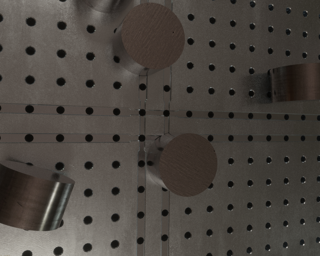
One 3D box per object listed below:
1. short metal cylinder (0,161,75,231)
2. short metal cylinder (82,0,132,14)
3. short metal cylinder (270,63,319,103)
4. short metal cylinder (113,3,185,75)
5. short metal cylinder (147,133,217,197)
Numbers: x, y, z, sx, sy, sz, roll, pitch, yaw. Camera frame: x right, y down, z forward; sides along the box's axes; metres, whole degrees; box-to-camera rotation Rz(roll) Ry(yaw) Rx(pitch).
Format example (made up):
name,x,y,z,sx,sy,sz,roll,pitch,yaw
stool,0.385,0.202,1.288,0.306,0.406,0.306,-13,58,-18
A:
name,x,y,z,sx,sy,sz,roll,pitch,yaw
short metal cylinder,-0.139,0.071,0.332,0.080,0.080,0.050,20,83,-19
short metal cylinder,-0.062,-0.188,0.377,0.081,0.050,0.079,0,90,-21
short metal cylinder,0.208,-0.065,0.462,0.081,0.080,0.050,-4,92,-20
short metal cylinder,-0.015,-0.110,0.394,0.081,0.050,0.079,0,90,-20
short metal cylinder,0.028,0.046,0.411,0.081,0.050,0.079,0,90,-21
